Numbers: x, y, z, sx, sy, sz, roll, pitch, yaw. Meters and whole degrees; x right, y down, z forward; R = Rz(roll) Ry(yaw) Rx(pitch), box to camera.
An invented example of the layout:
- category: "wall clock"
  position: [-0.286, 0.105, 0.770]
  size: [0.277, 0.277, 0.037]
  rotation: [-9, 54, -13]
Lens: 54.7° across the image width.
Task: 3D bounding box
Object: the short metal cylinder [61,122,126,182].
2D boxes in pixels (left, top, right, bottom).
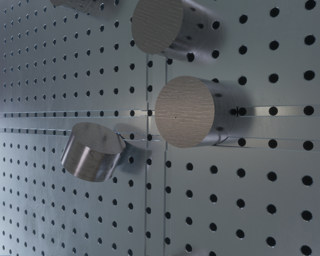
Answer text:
- category: "short metal cylinder"
  position: [-0.097, 0.034, 0.454]
  size: [0.080, 0.081, 0.050]
  rotation: [41, 115, 32]

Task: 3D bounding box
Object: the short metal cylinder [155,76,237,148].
- category: "short metal cylinder"
  position: [0.041, -0.018, 0.359]
  size: [0.080, 0.050, 0.079]
  rotation: [0, 91, 40]

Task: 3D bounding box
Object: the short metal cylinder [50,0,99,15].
- category: "short metal cylinder"
  position: [-0.140, -0.234, 0.509]
  size: [0.080, 0.050, 0.079]
  rotation: [0, 90, 40]

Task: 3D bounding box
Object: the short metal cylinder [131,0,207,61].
- category: "short metal cylinder"
  position: [0.011, -0.128, 0.384]
  size: [0.080, 0.050, 0.079]
  rotation: [0, 90, 40]
